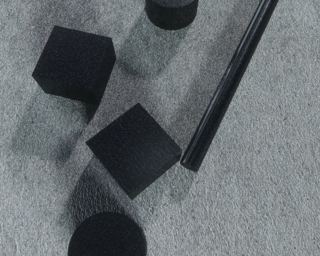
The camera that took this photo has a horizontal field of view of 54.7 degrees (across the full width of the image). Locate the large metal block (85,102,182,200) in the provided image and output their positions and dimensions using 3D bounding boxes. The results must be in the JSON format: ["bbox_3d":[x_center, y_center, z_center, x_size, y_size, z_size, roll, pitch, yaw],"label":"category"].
[{"bbox_3d":[-0.031,0.030,0.384,0.080,0.050,0.080,-39,75,-13],"label":"large metal block"}]

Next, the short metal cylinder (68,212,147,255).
[{"bbox_3d":[-0.055,0.136,0.345,0.081,0.050,0.080,0,70,0],"label":"short metal cylinder"}]

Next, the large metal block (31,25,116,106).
[{"bbox_3d":[-0.113,-0.085,0.425,0.080,0.050,0.080,14,71,5],"label":"large metal block"}]

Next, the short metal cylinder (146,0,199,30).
[{"bbox_3d":[0.018,-0.196,0.467,0.081,0.050,0.080,0,70,0],"label":"short metal cylinder"}]

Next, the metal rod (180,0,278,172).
[{"bbox_3d":[0.104,-0.076,0.436,0.025,0.025,0.300,26,72,9],"label":"metal rod"}]
